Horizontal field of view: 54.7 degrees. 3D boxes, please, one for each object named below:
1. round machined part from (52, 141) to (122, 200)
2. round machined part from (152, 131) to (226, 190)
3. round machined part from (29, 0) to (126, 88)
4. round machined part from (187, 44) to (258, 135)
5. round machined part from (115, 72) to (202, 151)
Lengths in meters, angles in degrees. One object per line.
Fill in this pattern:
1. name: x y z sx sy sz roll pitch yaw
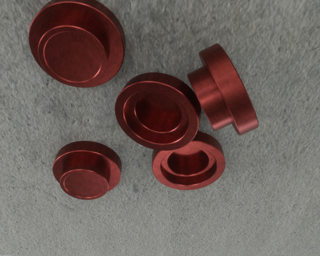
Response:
1. round machined part: -0.107 0.068 0.453 0.099 0.042 0.097 -1 130 0
2. round machined part: 0.038 0.040 0.430 0.099 0.042 0.097 -1 130 0
3. round machined part: -0.087 -0.083 0.325 0.099 0.042 0.097 -1 130 0
4. round machined part: 0.062 -0.035 0.327 0.042 0.098 0.098 -26 126 9
5. round machined part: 0.001 -0.023 0.366 0.098 0.042 0.097 9 130 11
